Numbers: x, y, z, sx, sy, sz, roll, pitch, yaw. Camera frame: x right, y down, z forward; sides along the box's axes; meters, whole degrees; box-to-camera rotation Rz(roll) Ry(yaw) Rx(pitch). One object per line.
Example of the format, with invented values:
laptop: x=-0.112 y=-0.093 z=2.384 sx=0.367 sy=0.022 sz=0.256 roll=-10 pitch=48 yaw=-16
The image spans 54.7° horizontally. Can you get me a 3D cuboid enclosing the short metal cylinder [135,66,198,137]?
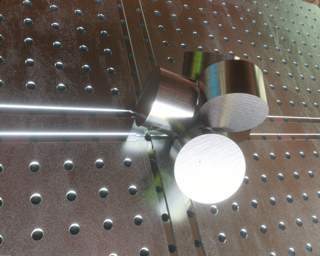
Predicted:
short metal cylinder: x=0.007 y=-0.033 z=0.396 sx=0.050 sy=0.080 sz=0.080 roll=17 pitch=55 yaw=-18

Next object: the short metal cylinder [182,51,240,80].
short metal cylinder: x=0.072 y=-0.081 z=0.452 sx=0.081 sy=0.080 sz=0.050 roll=2 pitch=101 yaw=-27

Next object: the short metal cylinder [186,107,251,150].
short metal cylinder: x=0.079 y=-0.004 z=0.435 sx=0.081 sy=0.050 sz=0.080 roll=13 pitch=55 yaw=-20

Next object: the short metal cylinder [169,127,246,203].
short metal cylinder: x=0.054 y=0.042 z=0.368 sx=0.081 sy=0.050 sz=0.079 roll=-1 pitch=98 yaw=-5

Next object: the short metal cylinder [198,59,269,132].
short metal cylinder: x=0.087 y=-0.037 z=0.376 sx=0.081 sy=0.080 sz=0.050 roll=16 pitch=55 yaw=-19
